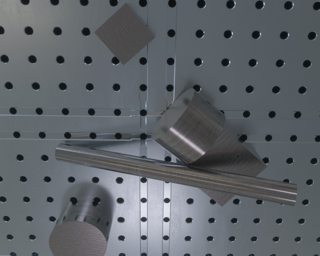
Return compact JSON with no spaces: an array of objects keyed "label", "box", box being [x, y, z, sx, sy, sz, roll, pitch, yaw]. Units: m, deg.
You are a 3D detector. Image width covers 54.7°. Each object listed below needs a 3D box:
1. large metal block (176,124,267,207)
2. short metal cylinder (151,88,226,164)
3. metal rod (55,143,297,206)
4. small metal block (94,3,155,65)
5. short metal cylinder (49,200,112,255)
[{"label":"large metal block","box":[0.079,0.044,0.417,0.080,0.050,0.080,40,105,-14]},{"label":"short metal cylinder","box":[0.034,-0.002,0.384,0.050,0.080,0.080,38,106,-13]},{"label":"metal rod","box":[0.007,0.054,0.385,0.301,0.025,0.025,8,111,16]},{"label":"small metal block","box":[-0.041,-0.112,0.372,0.050,0.025,0.050,-39,106,13]},{"label":"short metal cylinder","box":[-0.115,0.154,0.456,0.081,0.050,0.079,0,110,0]}]
